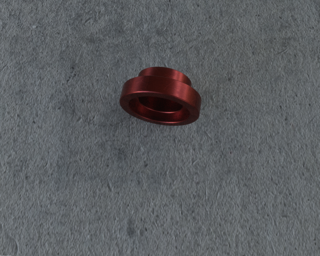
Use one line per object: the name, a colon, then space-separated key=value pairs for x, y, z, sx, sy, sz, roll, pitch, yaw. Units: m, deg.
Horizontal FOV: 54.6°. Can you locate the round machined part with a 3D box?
round machined part: x=0.003 y=-0.040 z=0.384 sx=0.098 sy=0.098 sz=0.042 roll=9 pitch=71 yaw=3
